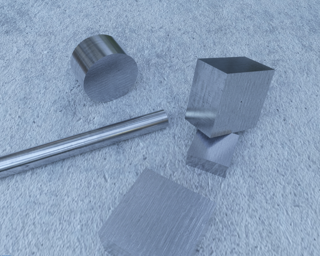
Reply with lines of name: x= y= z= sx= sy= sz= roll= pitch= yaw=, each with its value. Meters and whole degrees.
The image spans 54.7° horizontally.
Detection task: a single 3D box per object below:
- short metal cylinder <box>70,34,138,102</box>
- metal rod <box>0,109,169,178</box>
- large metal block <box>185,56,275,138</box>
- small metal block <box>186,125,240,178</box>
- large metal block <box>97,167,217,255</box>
short metal cylinder: x=-0.078 y=-0.084 z=0.437 sx=0.081 sy=0.080 sz=0.050 roll=-24 pitch=54 yaw=-19
metal rod: x=-0.133 y=0.030 z=0.377 sx=0.302 sy=0.025 sz=0.025 roll=-17 pitch=52 yaw=-14
large metal block: x=0.085 y=-0.041 z=0.383 sx=0.081 sy=0.079 sz=0.050 roll=-11 pitch=35 yaw=-33
small metal block: x=0.065 y=0.027 z=0.381 sx=0.050 sy=0.025 sz=0.050 roll=18 pitch=52 yaw=14
large metal block: x=-0.001 y=0.098 z=0.304 sx=0.080 sy=0.050 sz=0.080 roll=24 pitch=54 yaw=19
